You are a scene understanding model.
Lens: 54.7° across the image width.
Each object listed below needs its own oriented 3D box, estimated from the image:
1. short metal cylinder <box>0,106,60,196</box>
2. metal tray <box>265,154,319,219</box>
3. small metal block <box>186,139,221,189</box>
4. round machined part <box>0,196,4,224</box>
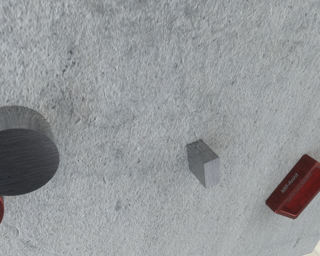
[{"bbox_3d":[-0.151,0.023,0.323,0.081,0.050,0.079,-14,124,-21],"label":"short metal cylinder"},{"bbox_3d":[0.288,0.124,0.637,0.090,0.030,0.129,26,104,-37],"label":"metal tray"},{"bbox_3d":[0.064,0.053,0.459,0.025,0.050,0.050,-21,127,-16],"label":"small metal block"},{"bbox_3d":[-0.220,0.080,0.325,0.099,0.042,0.097,-14,124,-21],"label":"round machined part"}]
